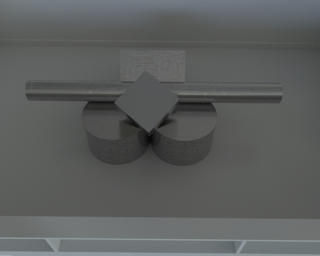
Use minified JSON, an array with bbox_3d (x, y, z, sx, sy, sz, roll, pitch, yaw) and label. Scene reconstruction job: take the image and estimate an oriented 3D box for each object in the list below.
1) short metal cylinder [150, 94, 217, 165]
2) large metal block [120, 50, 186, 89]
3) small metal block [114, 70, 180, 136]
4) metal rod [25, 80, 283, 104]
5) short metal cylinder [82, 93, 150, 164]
[{"bbox_3d":[0.028,0.000,0.388,0.081,0.050,0.080,0,50,0],"label":"short metal cylinder"},{"bbox_3d":[-0.009,-0.076,0.424,0.081,0.050,0.080,1,7,0],"label":"large metal block"},{"bbox_3d":[-0.014,-0.027,0.347,0.050,0.025,0.050,41,81,7],"label":"small metal block"},{"bbox_3d":[-0.007,-0.044,0.375,0.302,0.025,0.025,1,50,0],"label":"metal rod"},{"bbox_3d":[-0.053,-0.002,0.388,0.081,0.050,0.080,0,50,0],"label":"short metal cylinder"}]
